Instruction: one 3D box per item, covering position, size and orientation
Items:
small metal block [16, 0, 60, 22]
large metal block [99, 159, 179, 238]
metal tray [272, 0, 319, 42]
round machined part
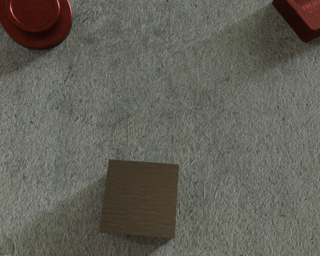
[{"bbox_3d":[-0.193,-0.200,0.479,0.050,0.025,0.050,-33,74,-12],"label":"small metal block"},{"bbox_3d":[-0.022,0.084,0.364,0.081,0.050,0.080,4,70,1],"label":"large metal block"},{"bbox_3d":[0.256,-0.198,0.480,0.131,0.030,0.090,-26,72,-10],"label":"metal tray"},{"bbox_3d":[-0.176,-0.164,0.439,0.099,0.042,0.097,0,89,-13],"label":"round machined part"}]
